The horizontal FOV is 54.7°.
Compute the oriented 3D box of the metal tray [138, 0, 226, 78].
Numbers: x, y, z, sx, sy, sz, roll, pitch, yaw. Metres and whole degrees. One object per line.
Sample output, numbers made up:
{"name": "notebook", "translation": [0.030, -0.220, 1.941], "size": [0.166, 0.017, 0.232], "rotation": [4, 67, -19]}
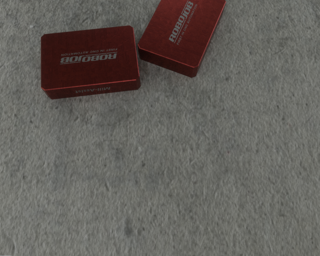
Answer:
{"name": "metal tray", "translation": [0.034, -0.148, 0.460], "size": [0.090, 0.030, 0.130], "rotation": [22, 71, 7]}

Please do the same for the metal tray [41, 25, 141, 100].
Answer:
{"name": "metal tray", "translation": [-0.098, -0.094, 0.438], "size": [0.131, 0.030, 0.090], "rotation": [-7, 70, -3]}
